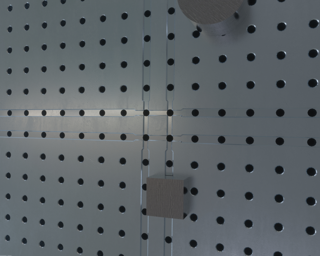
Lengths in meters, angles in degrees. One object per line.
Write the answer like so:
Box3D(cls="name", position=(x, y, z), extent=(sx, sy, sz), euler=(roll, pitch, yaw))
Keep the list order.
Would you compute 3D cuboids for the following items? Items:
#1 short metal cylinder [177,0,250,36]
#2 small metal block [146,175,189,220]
Box3D(cls="short metal cylinder", position=(0.066, -0.158, 0.376), extent=(0.080, 0.050, 0.079), euler=(0, 90, 20))
Box3D(cls="small metal block", position=(0.010, 0.090, 0.409), extent=(0.050, 0.025, 0.050), euler=(0, 90, 20))
